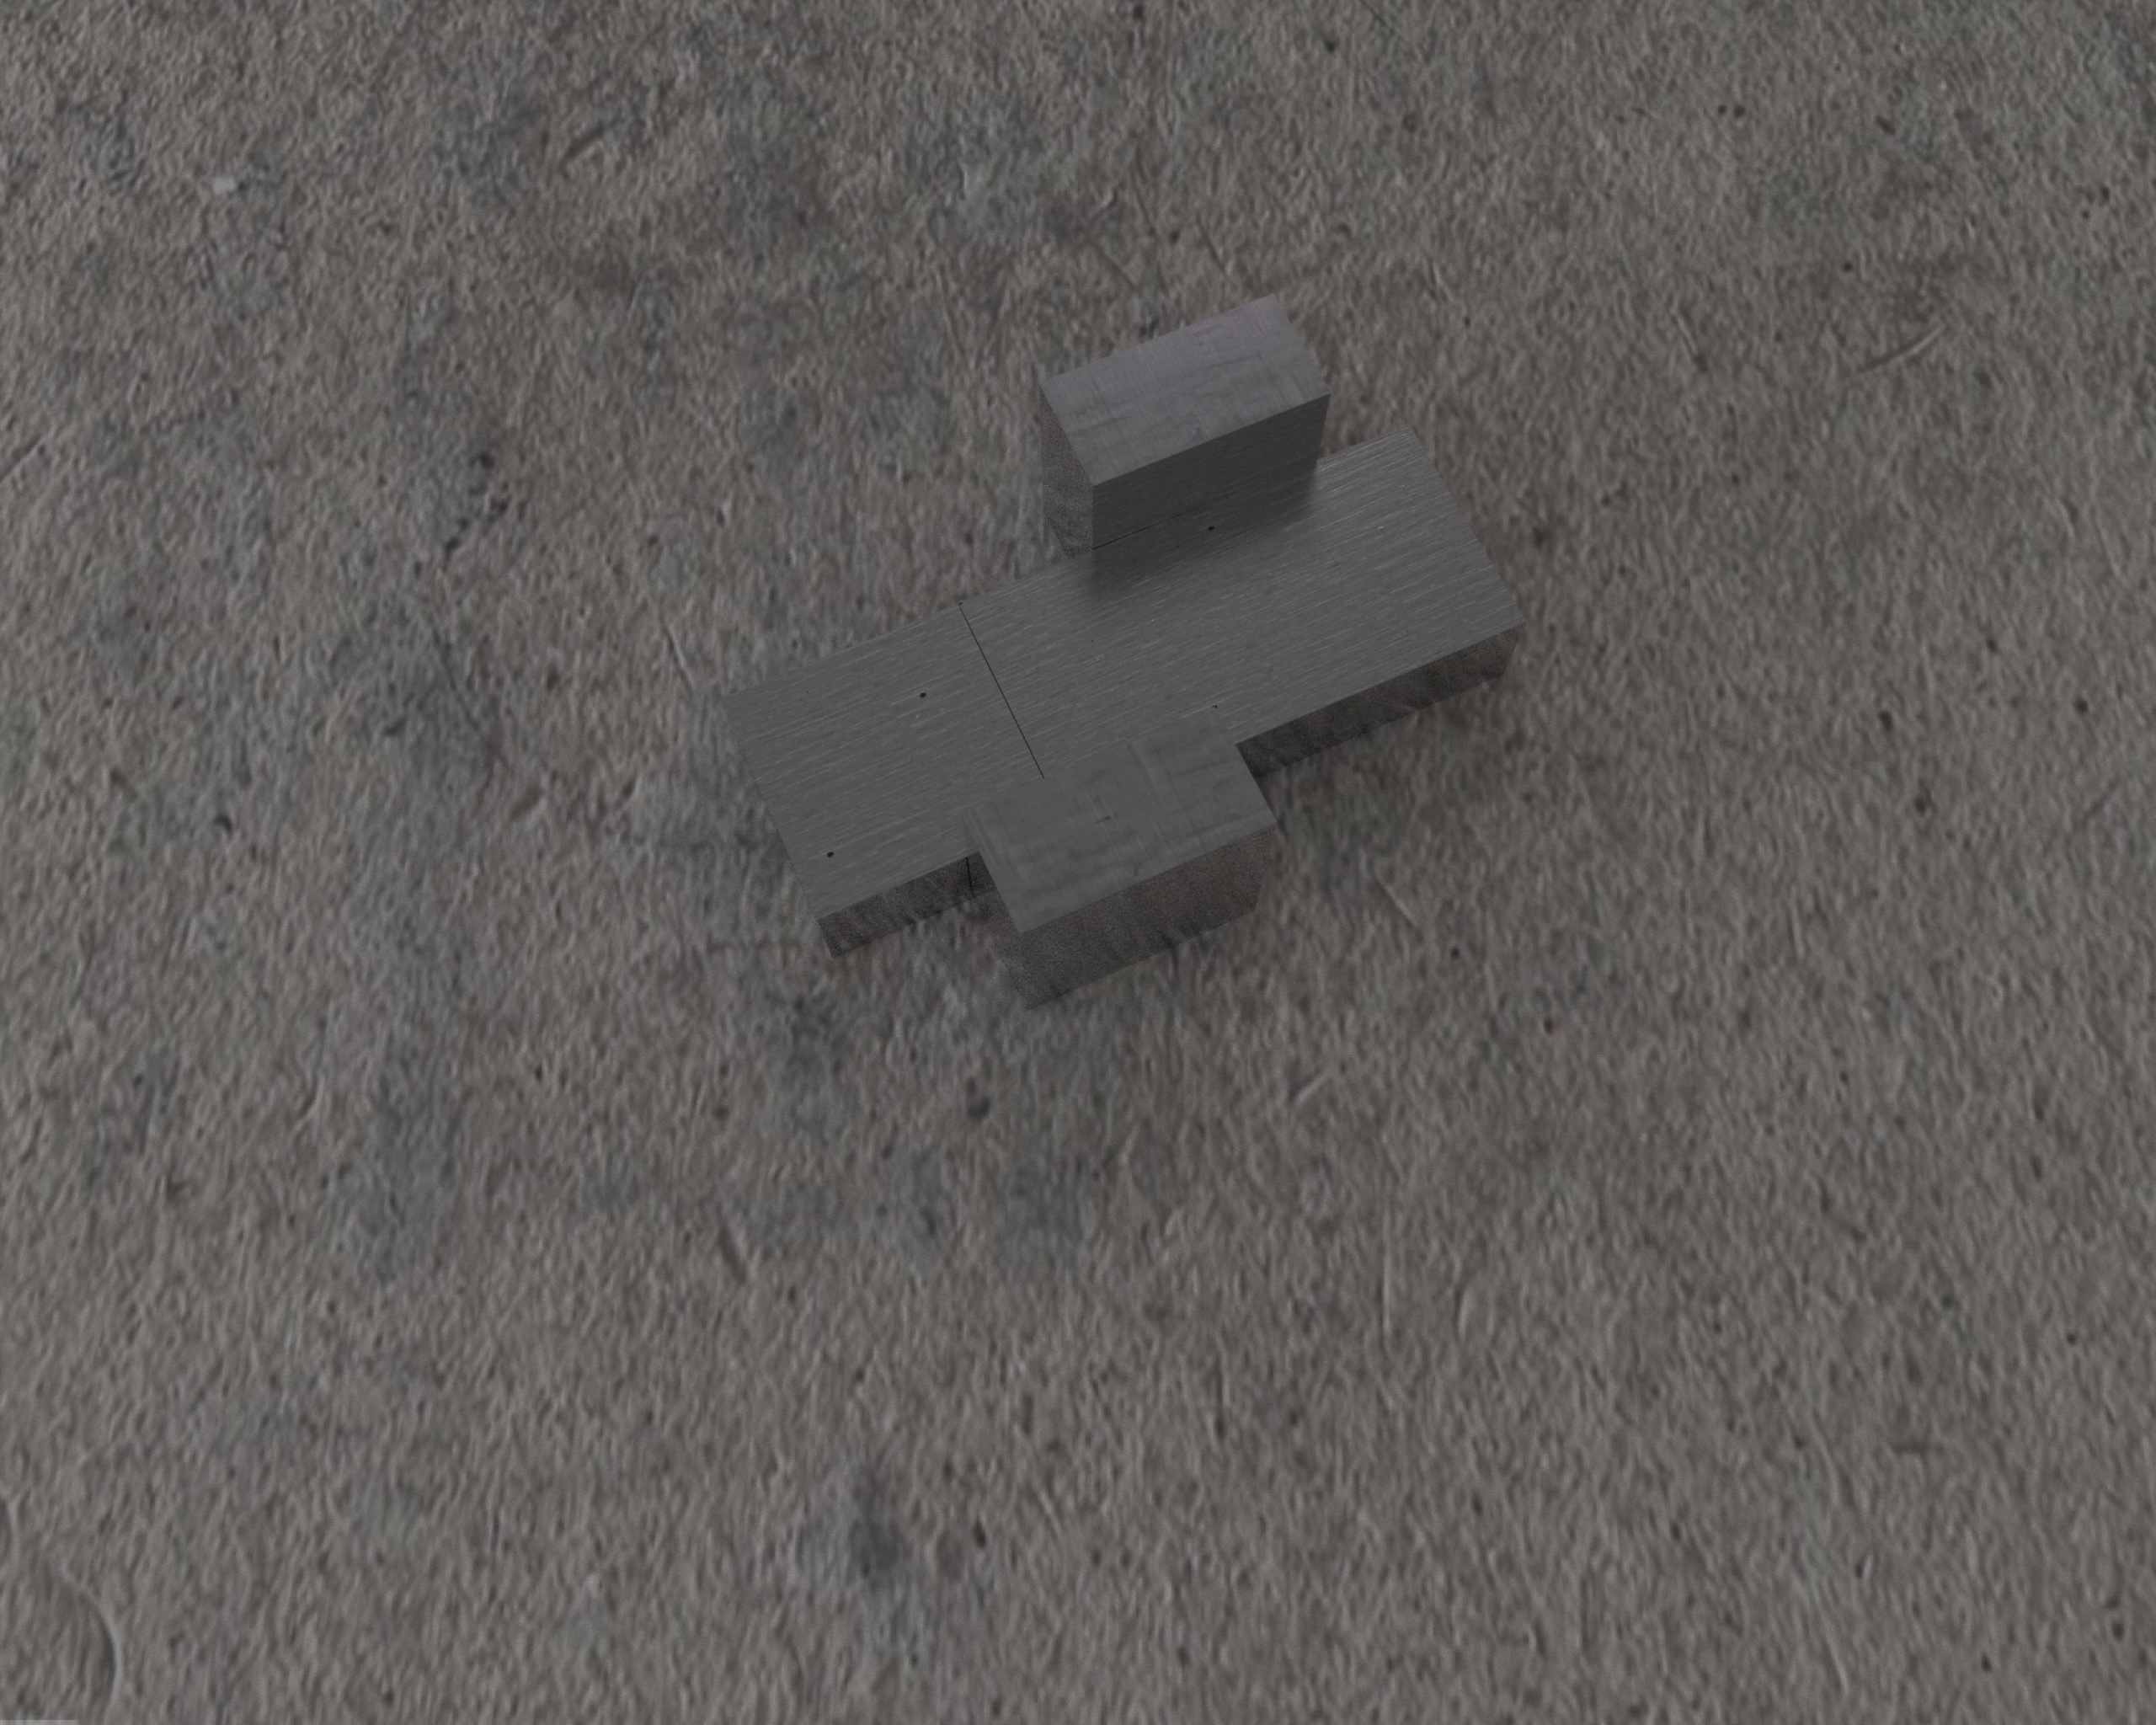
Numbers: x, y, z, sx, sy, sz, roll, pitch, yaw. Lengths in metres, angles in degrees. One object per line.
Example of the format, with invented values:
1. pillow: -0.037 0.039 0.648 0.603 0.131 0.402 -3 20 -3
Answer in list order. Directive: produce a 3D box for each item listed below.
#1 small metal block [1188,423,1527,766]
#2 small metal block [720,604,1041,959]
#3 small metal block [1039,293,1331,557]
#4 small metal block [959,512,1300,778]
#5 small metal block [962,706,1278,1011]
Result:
1. small metal block: 0.056 -0.055 0.428 0.050 0.025 0.050 -23 72 -8
2. small metal block: -0.036 -0.016 0.414 0.050 0.025 0.050 -23 72 -8
3. small metal block: 0.021 -0.083 0.425 0.050 0.050 0.025 -23 72 -8
4. small metal block: 0.010 -0.036 0.421 0.050 0.025 0.050 -23 72 -8
5. small metal block: 0.007 0.000 0.395 0.050 0.050 0.025 -24 72 -8
